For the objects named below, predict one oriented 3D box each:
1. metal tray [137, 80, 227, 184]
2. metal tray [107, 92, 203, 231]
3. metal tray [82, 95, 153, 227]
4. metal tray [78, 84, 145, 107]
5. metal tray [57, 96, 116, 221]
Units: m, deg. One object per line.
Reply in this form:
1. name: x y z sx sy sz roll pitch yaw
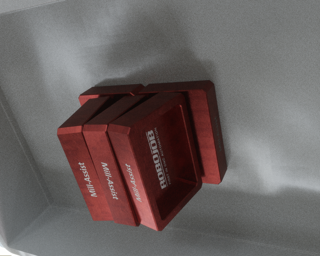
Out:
1. metal tray: 0.030 0.008 0.392 0.090 0.030 0.129 0 119 28
2. metal tray: 0.001 0.036 0.344 0.030 0.091 0.129 9 124 40
3. metal tray: -0.034 0.037 0.364 0.030 0.090 0.129 0 116 28
4. metal tray: -0.051 0.006 0.433 0.090 0.030 0.129 0 119 28
5. metal tray: -0.070 0.037 0.382 0.030 0.090 0.129 -6 116 17
